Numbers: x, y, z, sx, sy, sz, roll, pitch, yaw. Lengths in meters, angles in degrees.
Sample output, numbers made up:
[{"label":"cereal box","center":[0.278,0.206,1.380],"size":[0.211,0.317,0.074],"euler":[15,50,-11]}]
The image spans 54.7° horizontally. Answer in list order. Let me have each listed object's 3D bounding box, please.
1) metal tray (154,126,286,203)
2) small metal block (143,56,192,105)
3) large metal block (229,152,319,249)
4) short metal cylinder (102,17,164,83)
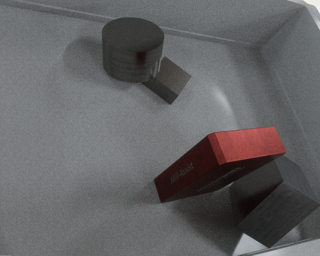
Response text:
[{"label":"metal tray","center":[0.061,0.044,0.346],"size":[0.091,0.129,0.030],"euler":[-5,64,-31]},{"label":"small metal block","center":[0.011,-0.070,0.456],"size":[0.050,0.025,0.050],"euler":[37,51,-4]},{"label":"large metal block","center":[0.133,0.081,0.377],"size":[0.050,0.080,0.080],"euler":[33,24,-7]},{"label":"short metal cylinder","center":[-0.037,-0.106,0.420],"size":[0.081,0.050,0.080],"euler":[5,49,-5]}]
